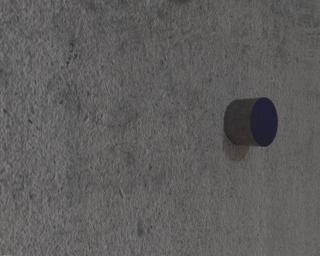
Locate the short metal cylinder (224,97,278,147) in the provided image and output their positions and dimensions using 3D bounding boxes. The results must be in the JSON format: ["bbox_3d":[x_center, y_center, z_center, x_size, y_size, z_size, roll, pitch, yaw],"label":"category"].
[{"bbox_3d":[0.152,-0.010,0.516,0.081,0.050,0.080,0,90,-40],"label":"short metal cylinder"}]
